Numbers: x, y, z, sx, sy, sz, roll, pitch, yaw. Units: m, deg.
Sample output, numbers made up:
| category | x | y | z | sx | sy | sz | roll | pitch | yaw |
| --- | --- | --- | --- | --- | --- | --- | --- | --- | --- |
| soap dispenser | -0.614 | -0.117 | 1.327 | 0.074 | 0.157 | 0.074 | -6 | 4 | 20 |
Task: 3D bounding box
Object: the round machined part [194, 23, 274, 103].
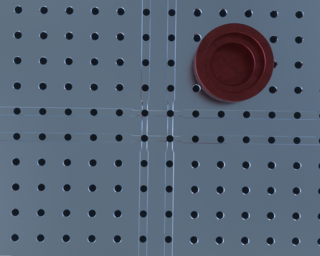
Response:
| category | x | y | z | sx | sy | sz | roll | pitch | yaw |
| --- | --- | --- | --- | --- | --- | --- | --- | --- | --- |
| round machined part | 0.093 | -0.082 | 0.405 | 0.099 | 0.042 | 0.097 | 0 | 90 | 0 |
